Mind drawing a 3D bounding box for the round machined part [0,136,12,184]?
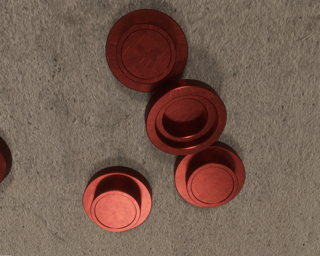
[{"bbox_3d":[-0.257,0.047,0.414,0.099,0.042,0.097,0,110,-1],"label":"round machined part"}]

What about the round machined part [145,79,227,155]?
[{"bbox_3d":[0.029,-0.017,0.387,0.099,0.042,0.097,-4,123,-6],"label":"round machined part"}]

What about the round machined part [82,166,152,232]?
[{"bbox_3d":[-0.061,0.107,0.439,0.099,0.042,0.097,0,110,-1],"label":"round machined part"}]

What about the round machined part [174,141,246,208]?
[{"bbox_3d":[0.069,0.070,0.427,0.099,0.042,0.097,0,110,-1],"label":"round machined part"}]

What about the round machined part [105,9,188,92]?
[{"bbox_3d":[-0.016,-0.089,0.368,0.099,0.042,0.097,0,110,-1],"label":"round machined part"}]
